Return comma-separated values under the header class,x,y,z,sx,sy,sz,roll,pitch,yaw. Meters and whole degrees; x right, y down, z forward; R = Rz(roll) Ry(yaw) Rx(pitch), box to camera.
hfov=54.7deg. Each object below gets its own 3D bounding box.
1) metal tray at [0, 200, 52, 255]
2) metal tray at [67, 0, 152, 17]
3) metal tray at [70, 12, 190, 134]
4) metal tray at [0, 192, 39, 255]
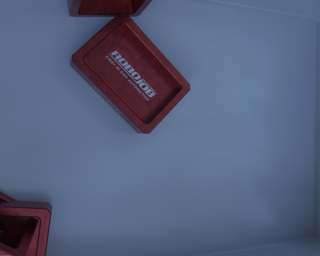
class,x,y,z,sx,sy,sz,roll,pitch,yaw
metal tray,-0.189,0.124,0.328,0.131,0.030,0.089,7,87,-17
metal tray,-0.050,-0.157,0.336,0.091,0.130,0.030,-8,93,-20
metal tray,-0.035,-0.067,0.394,0.130,0.030,0.090,46,76,-14
metal tray,-0.190,0.085,0.303,0.130,0.090,0.030,36,93,-17
